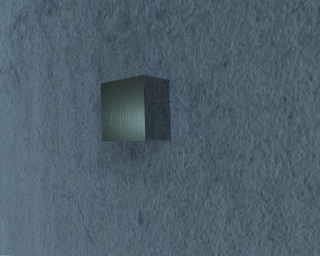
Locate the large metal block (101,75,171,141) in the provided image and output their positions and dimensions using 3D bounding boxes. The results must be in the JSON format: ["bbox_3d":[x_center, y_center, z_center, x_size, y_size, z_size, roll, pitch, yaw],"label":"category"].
[{"bbox_3d":[-0.033,-0.023,0.417,0.080,0.050,0.080,-3,88,40],"label":"large metal block"}]
